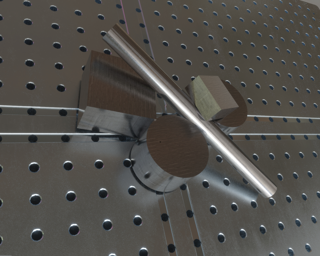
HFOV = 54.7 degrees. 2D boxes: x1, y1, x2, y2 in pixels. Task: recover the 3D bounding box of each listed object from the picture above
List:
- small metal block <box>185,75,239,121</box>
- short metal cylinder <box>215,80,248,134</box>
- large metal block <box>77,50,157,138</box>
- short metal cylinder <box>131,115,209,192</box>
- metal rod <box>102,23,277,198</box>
[{"bbox_3d":[0.066,-0.038,0.389,0.050,0.025,0.050,-11,66,-52],"label":"small metal block"},{"bbox_3d":[0.077,-0.025,0.444,0.081,0.050,0.080,14,56,-21],"label":"short metal cylinder"},{"bbox_3d":[-0.053,-0.039,0.381,0.081,0.050,0.080,10,57,-23],"label":"large metal block"},{"bbox_3d":[0.011,0.031,0.375,0.081,0.050,0.080,14,56,-21],"label":"short metal cylinder"},{"bbox_3d":[0.048,-0.011,0.391,0.300,0.025,0.025,43,50,-17],"label":"metal rod"}]
